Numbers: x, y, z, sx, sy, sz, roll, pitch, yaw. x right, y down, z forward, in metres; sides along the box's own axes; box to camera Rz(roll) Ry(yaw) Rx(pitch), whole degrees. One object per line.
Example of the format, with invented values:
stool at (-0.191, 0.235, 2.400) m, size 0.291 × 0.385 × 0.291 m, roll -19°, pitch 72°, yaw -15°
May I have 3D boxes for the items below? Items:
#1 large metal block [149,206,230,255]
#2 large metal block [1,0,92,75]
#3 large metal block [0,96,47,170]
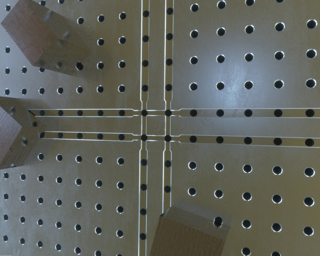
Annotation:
large metal block at (0.035, 0.154, 0.386) m, size 0.080 × 0.050 × 0.079 m, roll 16°, pitch 95°, yaw 19°
large metal block at (-0.157, -0.126, 0.437) m, size 0.050 × 0.080 × 0.080 m, roll -43°, pitch 77°, yaw 15°
large metal block at (-0.240, 0.006, 0.482) m, size 0.080 × 0.050 × 0.080 m, roll 38°, pitch 102°, yaw 15°
